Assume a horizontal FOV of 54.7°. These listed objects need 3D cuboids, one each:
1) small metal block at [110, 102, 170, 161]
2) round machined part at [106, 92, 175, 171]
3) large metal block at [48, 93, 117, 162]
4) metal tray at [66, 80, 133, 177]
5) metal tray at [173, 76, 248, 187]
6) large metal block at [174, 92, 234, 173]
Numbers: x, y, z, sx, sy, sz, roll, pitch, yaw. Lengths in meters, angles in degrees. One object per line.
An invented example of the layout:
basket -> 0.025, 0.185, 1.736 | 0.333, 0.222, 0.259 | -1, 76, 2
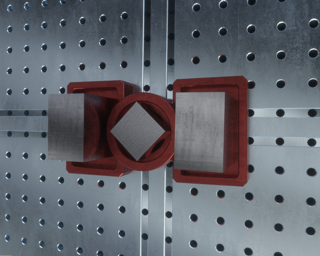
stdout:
small metal block -> -0.023, 0.004, 0.377 | 0.050, 0.025, 0.050 | 46, 104, 14
round machined part -> -0.016, 0.005, 0.400 | 0.098, 0.042, 0.097 | 0, 90, 20
large metal block -> -0.098, -0.001, 0.404 | 0.050, 0.080, 0.080 | 1, 90, 20
metal tray -> -0.086, 0.000, 0.439 | 0.090, 0.030, 0.129 | 1, 90, 20
metal tray -> 0.063, 0.004, 0.387 | 0.090, 0.030, 0.129 | 0, 90, 20
large metal block -> 0.053, 0.003, 0.350 | 0.050, 0.080, 0.080 | 2, 91, 20
